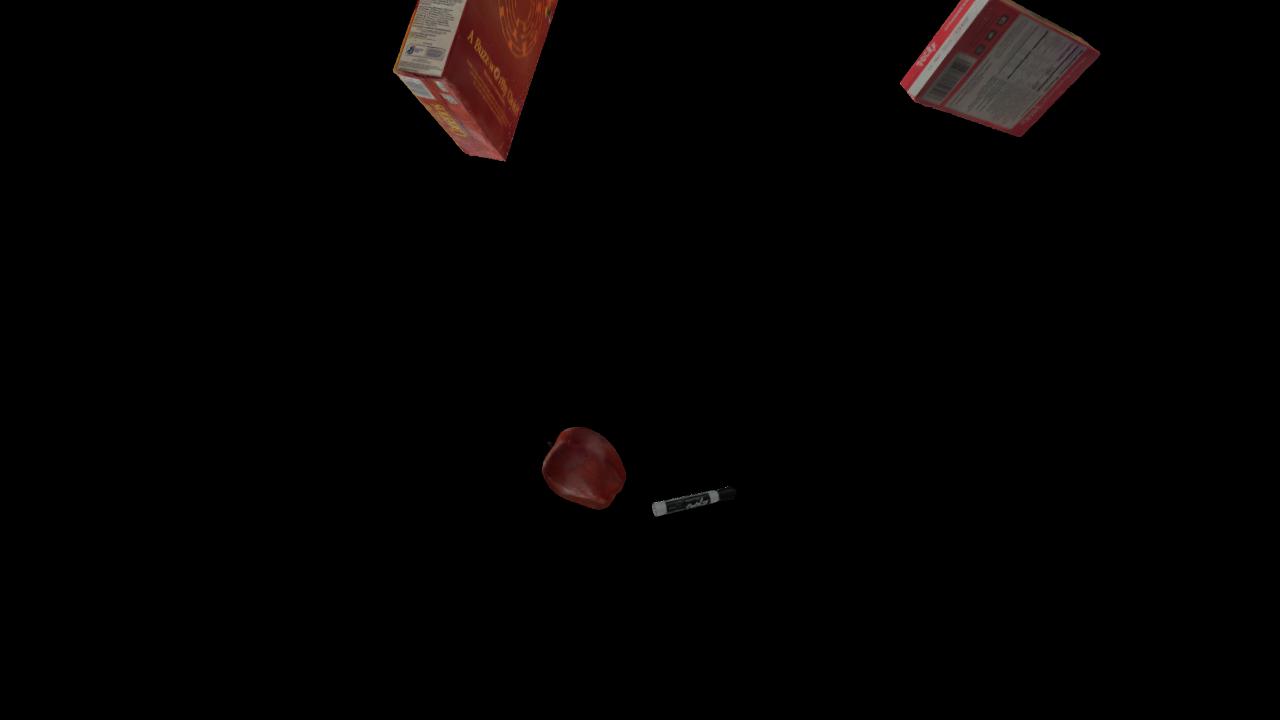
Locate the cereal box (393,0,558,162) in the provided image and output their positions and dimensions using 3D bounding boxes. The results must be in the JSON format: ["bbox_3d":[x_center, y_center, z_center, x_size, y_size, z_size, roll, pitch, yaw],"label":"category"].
[{"bbox_3d":[-0.203,-0.457,0.828,0.081,0.306,0.203,14,-7,11],"label":"cereal box"}]

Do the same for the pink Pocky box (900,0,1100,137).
[{"bbox_3d":[0.299,-0.242,0.510,0.155,0.029,0.084,1,-38,-29],"label":"pink Pocky box"}]

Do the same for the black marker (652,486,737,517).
[{"bbox_3d":[0.076,0.193,0.843,0.121,0.020,0.020,-9,2,-17],"label":"black marker"}]

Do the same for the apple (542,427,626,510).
[{"bbox_3d":[-0.061,0.114,0.657,0.093,0.079,0.079,34,0,0],"label":"apple"}]
